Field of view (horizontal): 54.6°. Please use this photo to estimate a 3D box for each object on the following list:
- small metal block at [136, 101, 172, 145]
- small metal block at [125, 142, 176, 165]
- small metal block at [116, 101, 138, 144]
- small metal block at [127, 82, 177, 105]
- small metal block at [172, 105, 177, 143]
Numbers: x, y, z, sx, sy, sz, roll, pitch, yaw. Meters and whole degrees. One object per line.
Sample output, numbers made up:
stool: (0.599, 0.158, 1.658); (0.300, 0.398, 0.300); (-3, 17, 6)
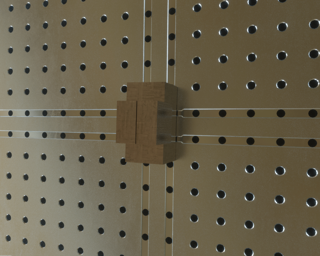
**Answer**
small metal block: (-0.006, -0.006, 0.375); (0.025, 0.050, 0.050); (2, 91, 21)
small metal block: (-0.011, 0.031, 0.403); (0.050, 0.050, 0.025); (2, 91, 20)
small metal block: (-0.031, -0.007, 0.384); (0.025, 0.050, 0.050); (2, 91, 20)
small metal block: (-0.009, -0.044, 0.402); (0.050, 0.050, 0.025); (2, 91, 20)
small metal block: (-0.006, -0.007, 0.415); (0.050, 0.025, 0.050); (2, 91, 21)
